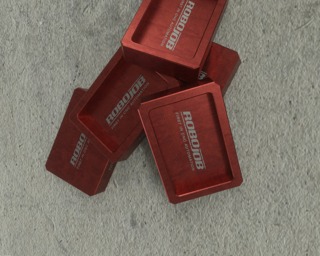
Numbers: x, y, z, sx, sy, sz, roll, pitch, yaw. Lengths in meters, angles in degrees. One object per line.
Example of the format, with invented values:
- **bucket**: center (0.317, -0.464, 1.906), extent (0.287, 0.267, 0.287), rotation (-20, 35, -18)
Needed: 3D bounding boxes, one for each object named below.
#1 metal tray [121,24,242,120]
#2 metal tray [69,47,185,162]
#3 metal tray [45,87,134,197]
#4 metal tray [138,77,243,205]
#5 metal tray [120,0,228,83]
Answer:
- **metal tray**: center (0.025, -0.076, 0.398), extent (0.130, 0.030, 0.090), rotation (28, 99, 17)
- **metal tray**: center (-0.043, -0.032, 0.390), extent (0.090, 0.030, 0.130), rotation (43, 103, 14)
- **metal tray**: center (-0.100, 0.019, 0.441), extent (0.090, 0.030, 0.129), rotation (26, 98, 17)
- **metal tray**: center (0.036, 0.017, 0.358), extent (0.090, 0.030, 0.129), rotation (-17, 109, 2)
- **metal tray**: center (0.021, -0.125, 0.363), extent (0.090, 0.030, 0.130), rotation (20, 69, 8)
